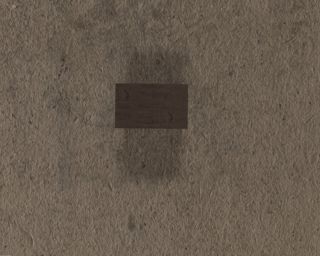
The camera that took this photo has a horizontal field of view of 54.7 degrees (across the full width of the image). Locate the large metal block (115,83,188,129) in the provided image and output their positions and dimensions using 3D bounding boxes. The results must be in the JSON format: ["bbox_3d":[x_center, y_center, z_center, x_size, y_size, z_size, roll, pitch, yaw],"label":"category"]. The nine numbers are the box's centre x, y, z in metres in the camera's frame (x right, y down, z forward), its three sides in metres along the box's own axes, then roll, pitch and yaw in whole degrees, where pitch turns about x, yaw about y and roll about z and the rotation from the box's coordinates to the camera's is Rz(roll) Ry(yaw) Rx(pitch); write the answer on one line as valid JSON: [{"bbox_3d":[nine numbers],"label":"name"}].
[{"bbox_3d":[-0.009,-0.024,0.382,0.081,0.080,0.050,1,90,-1],"label":"large metal block"}]
